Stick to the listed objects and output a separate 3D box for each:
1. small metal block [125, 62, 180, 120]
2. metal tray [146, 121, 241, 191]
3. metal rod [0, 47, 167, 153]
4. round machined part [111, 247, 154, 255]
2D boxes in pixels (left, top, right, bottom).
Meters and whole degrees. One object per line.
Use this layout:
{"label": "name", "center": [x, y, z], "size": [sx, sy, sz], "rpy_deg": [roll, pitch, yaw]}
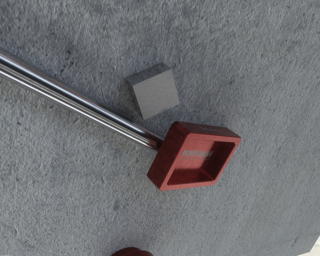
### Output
{"label": "small metal block", "center": [-0.008, -0.045, 0.376], "size": [0.050, 0.025, 0.050], "rpy_deg": [-26, 128, -13]}
{"label": "metal tray", "center": [0.052, 0.041, 0.440], "size": [0.131, 0.030, 0.089], "rpy_deg": [6, 116, -46]}
{"label": "metal rod", "center": [-0.098, -0.033, 0.334], "size": [0.301, 0.025, 0.025], "rpy_deg": [30, 102, -38]}
{"label": "round machined part", "center": [-0.054, 0.239, 0.516], "size": [0.099, 0.042, 0.097], "rpy_deg": [-14, 125, -21]}
